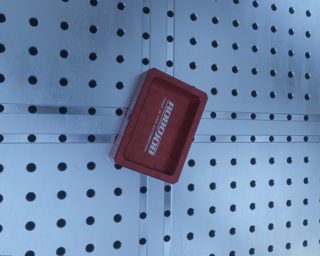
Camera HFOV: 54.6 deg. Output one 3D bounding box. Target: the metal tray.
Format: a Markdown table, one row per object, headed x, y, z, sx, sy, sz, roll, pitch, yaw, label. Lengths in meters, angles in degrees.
| x | y | z | sx | sy | sz | roll | pitch | yaw | label |
| --- | --- | --- | --- | --- | --- | --- | --- | --- | --- |
| 0.000 | -0.002 | 0.409 | 0.090 | 0.030 | 0.130 | 23 | 83 | -19 | metal tray |
